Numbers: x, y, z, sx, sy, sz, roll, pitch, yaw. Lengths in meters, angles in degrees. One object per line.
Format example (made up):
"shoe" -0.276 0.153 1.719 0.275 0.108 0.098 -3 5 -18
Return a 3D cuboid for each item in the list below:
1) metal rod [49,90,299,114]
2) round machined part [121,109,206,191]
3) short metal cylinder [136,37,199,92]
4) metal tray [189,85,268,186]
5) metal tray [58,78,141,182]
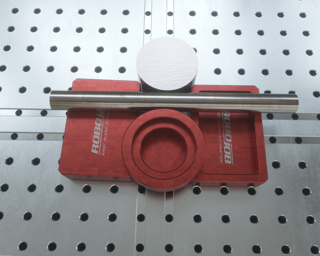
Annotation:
"metal rod" 0.017 -0.032 0.387 0.302 0.025 0.025 1 70 0
"round machined part" 0.005 0.029 0.378 0.099 0.042 0.098 0 70 0
"short metal cylinder" 0.009 -0.076 0.422 0.081 0.050 0.080 0 70 0
"metal tray" 0.085 0.008 0.402 0.091 0.030 0.130 1 70 0
"metal tray" -0.073 0.001 0.403 0.091 0.030 0.130 3 70 1
